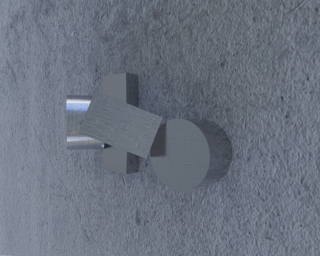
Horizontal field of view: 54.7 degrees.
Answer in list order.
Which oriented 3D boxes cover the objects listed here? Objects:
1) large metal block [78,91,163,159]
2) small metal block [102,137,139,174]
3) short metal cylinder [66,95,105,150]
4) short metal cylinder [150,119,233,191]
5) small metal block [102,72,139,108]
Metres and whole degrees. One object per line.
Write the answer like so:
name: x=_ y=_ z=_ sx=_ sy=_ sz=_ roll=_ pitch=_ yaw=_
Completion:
large metal block: x=-0.047 y=-0.002 z=0.383 sx=0.080 sy=0.080 sz=0.050 roll=21 pitch=87 yaw=-5
small metal block: x=-0.057 y=0.037 z=0.450 sx=0.050 sy=0.025 sz=0.050 roll=4 pitch=92 yaw=39
short metal cylinder: x=-0.109 y=-0.008 z=0.454 sx=0.080 sy=0.050 sz=0.079 roll=180 pitch=89 yaw=-75
short metal cylinder: x=0.036 y=0.029 z=0.359 sx=0.080 sy=0.050 sz=0.079 roll=0 pitch=90 yaw=39
small metal block: x=-0.058 y=-0.051 z=0.451 sx=0.050 sy=0.025 sz=0.050 roll=-1 pitch=89 yaw=39
